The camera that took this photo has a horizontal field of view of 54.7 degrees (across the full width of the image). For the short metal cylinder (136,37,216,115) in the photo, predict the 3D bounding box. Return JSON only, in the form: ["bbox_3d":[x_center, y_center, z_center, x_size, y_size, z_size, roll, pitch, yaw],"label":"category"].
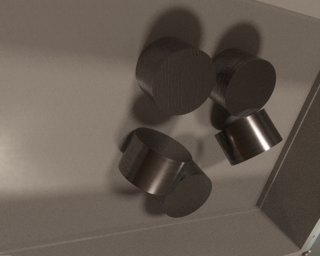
[{"bbox_3d":[0.018,-0.062,0.366,0.081,0.050,0.079,-14,125,-21],"label":"short metal cylinder"}]

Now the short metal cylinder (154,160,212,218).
[{"bbox_3d":[0.030,0.086,0.462,0.081,0.050,0.079,-16,127,-21],"label":"short metal cylinder"}]

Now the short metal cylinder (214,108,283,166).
[{"bbox_3d":[0.126,0.013,0.445,0.080,0.050,0.080,-28,173,-3],"label":"short metal cylinder"}]

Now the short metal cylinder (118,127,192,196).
[{"bbox_3d":[-0.006,0.041,0.397,0.081,0.080,0.050,16,110,-35],"label":"short metal cylinder"}]

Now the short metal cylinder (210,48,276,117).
[{"bbox_3d":[0.106,-0.061,0.415,0.081,0.050,0.079,-14,125,-21],"label":"short metal cylinder"}]
